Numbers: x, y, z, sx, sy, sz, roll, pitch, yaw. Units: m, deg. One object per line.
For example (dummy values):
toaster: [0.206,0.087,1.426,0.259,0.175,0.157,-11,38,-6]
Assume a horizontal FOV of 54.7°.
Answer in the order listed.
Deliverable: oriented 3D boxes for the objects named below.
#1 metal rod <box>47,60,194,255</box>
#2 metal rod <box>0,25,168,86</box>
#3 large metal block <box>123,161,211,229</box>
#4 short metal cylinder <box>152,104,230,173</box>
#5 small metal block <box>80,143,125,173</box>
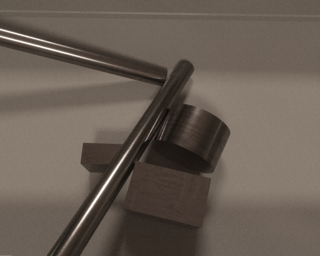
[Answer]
metal rod: [-0.027,0.018,0.356,0.025,0.025,0.301,25,54,8]
metal rod: [-0.137,-0.102,0.403,0.302,0.025,0.025,12,70,-13]
large metal block: [0.008,0.079,0.352,0.080,0.080,0.050,13,71,4]
short metal cylinder: [0.038,0.014,0.376,0.080,0.080,0.050,25,72,8]
small metal block: [-0.065,0.038,0.382,0.050,0.050,0.025,2,70,0]
